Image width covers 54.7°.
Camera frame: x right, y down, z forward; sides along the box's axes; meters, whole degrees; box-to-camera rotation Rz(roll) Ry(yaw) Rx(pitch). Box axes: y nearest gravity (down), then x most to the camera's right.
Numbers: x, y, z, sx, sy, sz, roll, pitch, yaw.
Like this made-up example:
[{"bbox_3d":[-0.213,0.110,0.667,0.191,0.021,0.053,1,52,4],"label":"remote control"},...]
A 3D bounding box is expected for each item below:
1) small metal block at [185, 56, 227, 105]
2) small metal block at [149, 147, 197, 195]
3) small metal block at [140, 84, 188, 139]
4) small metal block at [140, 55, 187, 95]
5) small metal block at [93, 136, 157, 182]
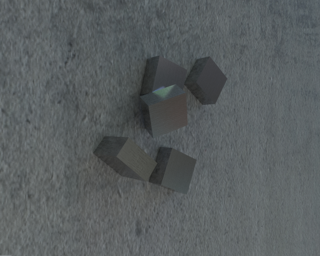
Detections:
[{"bbox_3d":[0.069,-0.070,0.465,0.050,0.025,0.050,42,64,-32],"label":"small metal block"},{"bbox_3d":[0.018,0.058,0.423,0.050,0.025,0.050,28,72,-37],"label":"small metal block"},{"bbox_3d":[0.006,-0.021,0.390,0.050,0.025,0.050,-21,130,-18],"label":"small metal block"},{"bbox_3d":[0.005,-0.061,0.411,0.050,0.025,0.050,19,78,-39],"label":"small metal block"},{"bbox_3d":[-0.040,0.035,0.357,0.050,0.050,0.025,46,63,-31],"label":"small metal block"}]
